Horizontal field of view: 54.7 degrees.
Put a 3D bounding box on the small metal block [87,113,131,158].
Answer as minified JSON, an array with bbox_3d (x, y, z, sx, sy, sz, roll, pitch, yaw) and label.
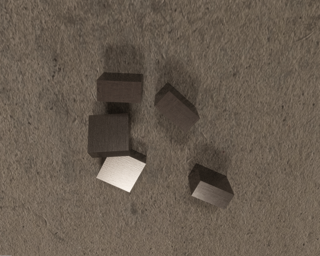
[{"bbox_3d":[-0.064,0.010,0.398,0.050,0.025,0.050,-3,69,0],"label":"small metal block"}]

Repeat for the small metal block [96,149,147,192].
[{"bbox_3d":[-0.053,0.053,0.429,0.050,0.025,0.050,26,108,-10],"label":"small metal block"}]

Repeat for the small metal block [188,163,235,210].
[{"bbox_3d":[0.069,0.079,0.427,0.050,0.050,0.025,24,108,-9],"label":"small metal block"}]

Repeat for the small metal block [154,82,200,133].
[{"bbox_3d":[0.020,-0.027,0.387,0.050,0.050,0.025,40,105,-14],"label":"small metal block"}]

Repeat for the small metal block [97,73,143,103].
[{"bbox_3d":[-0.047,-0.050,0.377,0.050,0.050,0.025,2,110,-1],"label":"small metal block"}]
